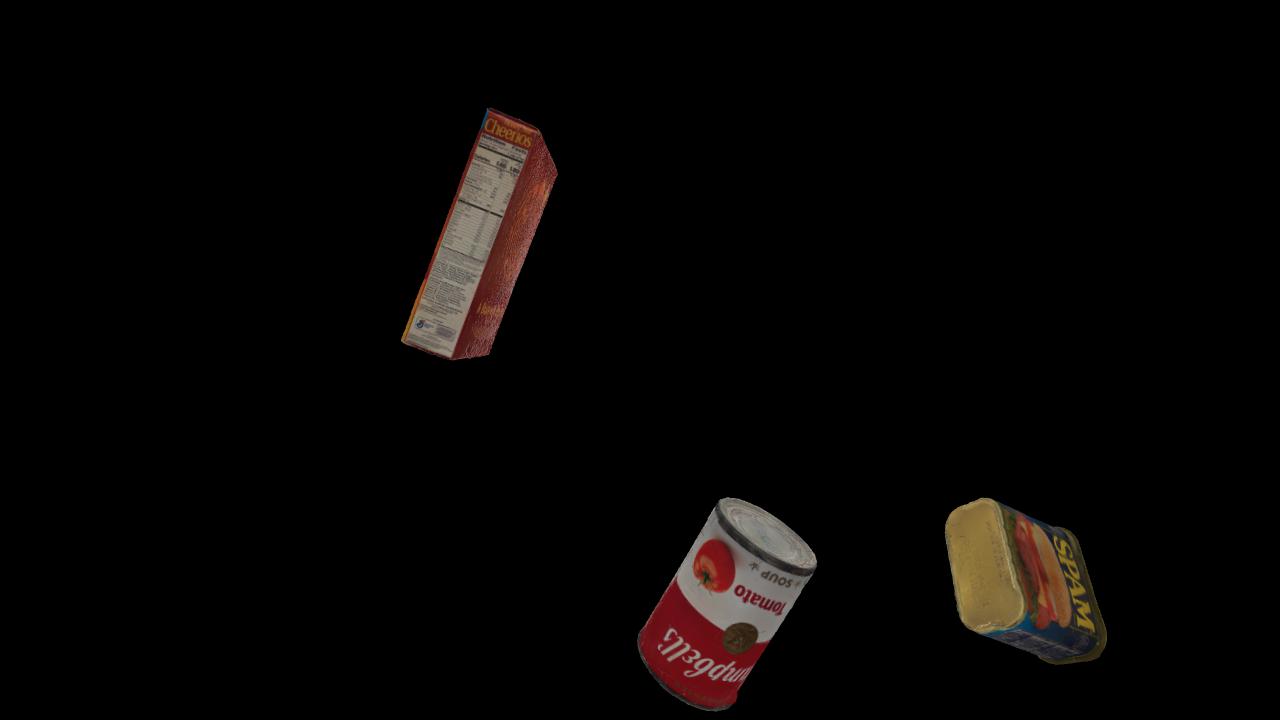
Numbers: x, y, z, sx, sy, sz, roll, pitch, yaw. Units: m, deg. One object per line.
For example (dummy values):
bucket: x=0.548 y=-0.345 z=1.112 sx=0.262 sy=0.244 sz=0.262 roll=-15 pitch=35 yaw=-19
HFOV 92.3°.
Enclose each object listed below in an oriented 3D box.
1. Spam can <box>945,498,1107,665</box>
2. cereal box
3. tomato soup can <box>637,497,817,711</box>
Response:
Spam can: x=0.286 y=0.165 z=0.465 sx=0.085 sy=0.101 sz=0.058 roll=24 pitch=-41 yaw=-16
cereal box: x=-0.207 y=-0.155 z=0.838 sx=0.081 sy=0.306 sz=0.203 roll=21 pitch=3 yaw=-2
tomato soup can: x=0.052 y=0.142 z=0.366 sx=0.068 sy=0.101 sz=0.068 roll=28 pitch=9 yaw=-5
